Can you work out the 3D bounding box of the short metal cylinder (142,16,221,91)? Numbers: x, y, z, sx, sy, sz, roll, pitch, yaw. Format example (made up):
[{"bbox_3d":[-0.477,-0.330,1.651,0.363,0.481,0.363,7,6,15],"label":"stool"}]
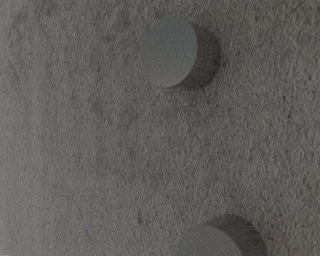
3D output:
[{"bbox_3d":[0.025,-0.086,0.368,0.080,0.050,0.080,0,90,40],"label":"short metal cylinder"}]

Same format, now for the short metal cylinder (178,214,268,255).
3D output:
[{"bbox_3d":[0.067,0.139,0.334,0.080,0.050,0.080,0,90,40],"label":"short metal cylinder"}]
